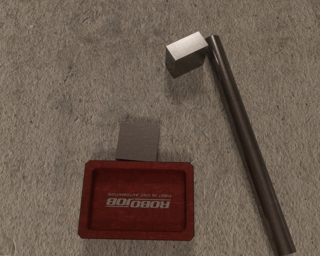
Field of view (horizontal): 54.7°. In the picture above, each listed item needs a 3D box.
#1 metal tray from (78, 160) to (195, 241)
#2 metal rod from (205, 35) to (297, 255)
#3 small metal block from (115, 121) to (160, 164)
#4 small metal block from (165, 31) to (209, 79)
[{"bbox_3d":[-0.026,0.087,0.373,0.131,0.030,0.090,1,70,0],"label":"metal tray"},{"bbox_3d":[0.110,0.008,0.406,0.025,0.025,0.299,-12,71,-5],"label":"metal rod"},{"bbox_3d":[-0.028,0.021,0.400,0.050,0.025,0.050,5,70,1],"label":"small metal block"},{"bbox_3d":[0.036,-0.100,0.432,0.050,0.050,0.025,-27,73,-10],"label":"small metal block"}]
